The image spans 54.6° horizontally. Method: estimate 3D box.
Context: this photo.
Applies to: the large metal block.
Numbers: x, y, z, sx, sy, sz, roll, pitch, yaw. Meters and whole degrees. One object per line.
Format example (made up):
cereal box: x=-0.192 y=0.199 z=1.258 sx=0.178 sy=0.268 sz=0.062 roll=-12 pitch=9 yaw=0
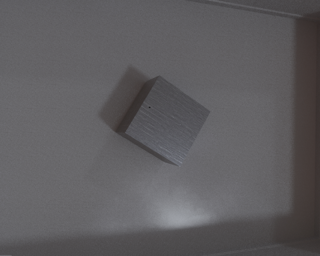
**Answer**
large metal block: x=0.003 y=-0.008 z=0.395 sx=0.080 sy=0.050 sz=0.080 roll=33 pitch=79 yaw=-17
